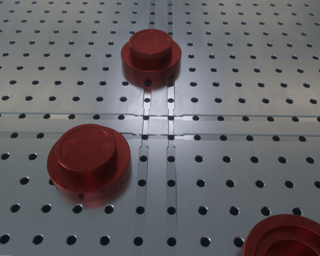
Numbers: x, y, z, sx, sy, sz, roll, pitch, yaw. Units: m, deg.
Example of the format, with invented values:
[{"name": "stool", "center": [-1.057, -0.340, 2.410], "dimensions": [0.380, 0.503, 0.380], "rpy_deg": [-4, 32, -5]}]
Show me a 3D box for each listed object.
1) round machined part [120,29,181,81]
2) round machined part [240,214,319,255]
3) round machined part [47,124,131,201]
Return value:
[{"name": "round machined part", "center": [-0.014, -0.124, 0.501], "dimensions": [0.099, 0.042, 0.098], "rpy_deg": [0, 50, 0]}, {"name": "round machined part", "center": [0.122, 0.134, 0.285], "dimensions": [0.099, 0.042, 0.098], "rpy_deg": [0, 50, 0]}, {"name": "round machined part", "center": [-0.084, 0.033, 0.369], "dimensions": [0.099, 0.042, 0.098], "rpy_deg": [0, 50, 0]}]
